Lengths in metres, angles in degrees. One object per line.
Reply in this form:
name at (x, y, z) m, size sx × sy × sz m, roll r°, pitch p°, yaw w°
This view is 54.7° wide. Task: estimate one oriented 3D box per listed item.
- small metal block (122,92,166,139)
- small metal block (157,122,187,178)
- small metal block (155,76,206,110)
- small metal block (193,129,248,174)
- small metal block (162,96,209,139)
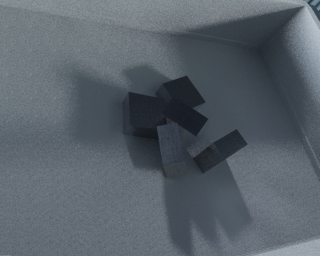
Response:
small metal block at (-0.021, -0.016, 0.405) m, size 0.050 × 0.025 × 0.050 m, roll 9°, pitch 58°, yaw -24°
small metal block at (0.015, 0.028, 0.378) m, size 0.025 × 0.050 × 0.050 m, roll -11°, pitch 63°, yaw 3°
small metal block at (0.030, -0.044, 0.450) m, size 0.050 × 0.025 × 0.050 m, roll -25°, pitch 75°, yaw -37°
small metal block at (0.081, 0.032, 0.416) m, size 0.050 × 0.050 × 0.025 m, roll -25°, pitch 76°, yaw -37°
small metal block at (0.034, -0.012, 0.394) m, size 0.050 × 0.050 × 0.025 m, roll 34°, pitch 91°, yaw 11°
